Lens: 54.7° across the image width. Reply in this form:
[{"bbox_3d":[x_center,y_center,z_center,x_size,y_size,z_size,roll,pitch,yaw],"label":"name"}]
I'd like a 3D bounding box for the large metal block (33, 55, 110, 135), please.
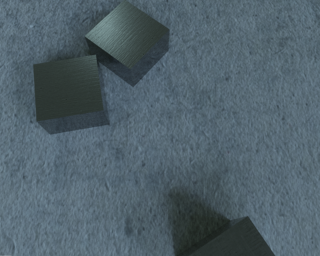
[{"bbox_3d":[-0.115,-0.043,0.409,0.081,0.050,0.080,-10,70,-4],"label":"large metal block"}]

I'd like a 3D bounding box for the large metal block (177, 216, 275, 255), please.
[{"bbox_3d":[0.065,0.140,0.329,0.080,0.080,0.050,-30,73,-11],"label":"large metal block"}]

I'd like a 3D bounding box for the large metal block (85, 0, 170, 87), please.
[{"bbox_3d":[-0.044,-0.119,0.438,0.080,0.050,0.080,37,74,12],"label":"large metal block"}]
